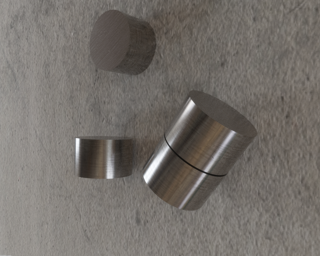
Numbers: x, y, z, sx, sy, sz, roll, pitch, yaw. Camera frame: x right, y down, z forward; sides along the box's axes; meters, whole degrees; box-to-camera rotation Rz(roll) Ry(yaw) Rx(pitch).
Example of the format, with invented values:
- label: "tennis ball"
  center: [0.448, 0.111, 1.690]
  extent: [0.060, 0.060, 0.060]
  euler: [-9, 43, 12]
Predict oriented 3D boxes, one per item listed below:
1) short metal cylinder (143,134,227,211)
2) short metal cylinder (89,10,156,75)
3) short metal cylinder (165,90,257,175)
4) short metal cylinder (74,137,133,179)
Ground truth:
- label: "short metal cylinder"
  center: [0.028, 0.044, 0.345]
  extent: [0.080, 0.081, 0.050]
  euler: [45, 117, 30]
- label: "short metal cylinder"
  center: [-0.052, -0.116, 0.430]
  extent: [0.080, 0.050, 0.079]
  euler: [0, 90, 39]
- label: "short metal cylinder"
  center: [0.052, 0.003, 0.325]
  extent: [0.080, 0.081, 0.050]
  euler: [45, 117, 30]
- label: "short metal cylinder"
  center: [-0.078, 0.038, 0.431]
  extent: [0.080, 0.081, 0.050]
  euler: [3, 92, 39]
